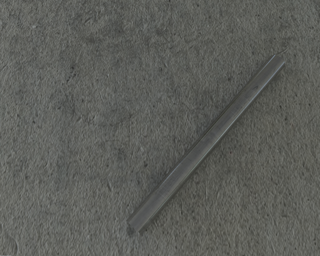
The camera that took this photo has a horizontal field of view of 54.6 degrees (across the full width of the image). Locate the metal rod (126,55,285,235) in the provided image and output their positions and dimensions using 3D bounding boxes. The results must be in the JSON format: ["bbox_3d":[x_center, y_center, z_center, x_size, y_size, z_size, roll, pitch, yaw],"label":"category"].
[{"bbox_3d":[0.068,0.011,0.404,0.025,0.025,0.301,40,74,13],"label":"metal rod"}]
